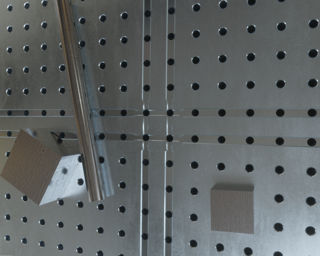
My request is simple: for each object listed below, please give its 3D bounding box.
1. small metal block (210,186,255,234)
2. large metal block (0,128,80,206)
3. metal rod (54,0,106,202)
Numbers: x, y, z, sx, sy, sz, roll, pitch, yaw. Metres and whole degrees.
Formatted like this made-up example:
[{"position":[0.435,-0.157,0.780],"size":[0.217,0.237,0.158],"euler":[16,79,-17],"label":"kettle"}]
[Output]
[{"position":[0.090,0.099,0.381],"size":[0.050,0.025,0.050],"euler":[-1,90,20],"label":"small metal block"},{"position":[-0.175,0.055,0.461],"size":[0.080,0.050,0.080],"euler":[30,100,17],"label":"large metal block"},{"position":[-0.118,-0.044,0.453],"size":[0.025,0.025,0.298],"euler":[-12,86,19],"label":"metal rod"}]
